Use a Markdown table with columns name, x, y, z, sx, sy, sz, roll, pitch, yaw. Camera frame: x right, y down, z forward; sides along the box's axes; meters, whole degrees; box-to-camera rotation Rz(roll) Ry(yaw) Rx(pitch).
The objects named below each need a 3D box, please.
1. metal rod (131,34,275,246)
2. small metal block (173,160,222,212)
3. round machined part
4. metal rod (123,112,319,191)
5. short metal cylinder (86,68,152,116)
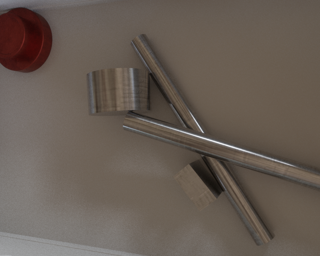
| name | x | y | z | sx | sy | sz | roll | pitch | yaw |
| --- | --- | --- | --- | --- | --- | --- | --- | --- | --- |
| metal rod | 0.048 | 0.007 | 0.393 | 0.025 | 0.025 | 0.299 | -35 | 79 | 16 |
| small metal block | 0.048 | 0.068 | 0.380 | 0.025 | 0.050 | 0.050 | -42 | 77 | 15 |
| round machined part | -0.221 | -0.137 | 0.477 | 0.098 | 0.042 | 0.097 | 0 | 90 | 19 |
| metal rod | 0.101 | 0.034 | 0.354 | 0.301 | 0.025 | 0.025 | 17 | 96 | 11 |
| short metal cylinder | -0.052 | -0.044 | 0.399 | 0.080 | 0.080 | 0.050 | -4 | 89 | 19 |
